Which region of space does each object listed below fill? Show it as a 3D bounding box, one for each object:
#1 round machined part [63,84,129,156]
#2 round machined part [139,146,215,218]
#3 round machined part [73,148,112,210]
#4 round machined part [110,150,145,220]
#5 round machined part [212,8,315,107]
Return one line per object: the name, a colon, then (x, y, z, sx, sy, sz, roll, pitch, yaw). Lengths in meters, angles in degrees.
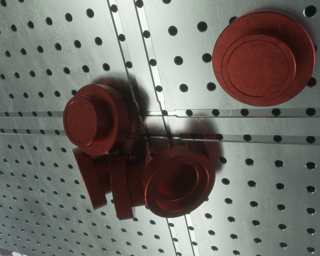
round machined part: (-0.092, -0.010, 0.417, 0.098, 0.042, 0.097, 4, 96, 35)
round machined part: (0.020, 0.066, 0.407, 0.042, 0.099, 0.097, -133, 31, -56)
round machined part: (-0.096, 0.071, 0.471, 0.098, 0.042, 0.098, 161, 90, -74)
round machined part: (-0.042, 0.079, 0.443, 0.042, 0.098, 0.097, -8, 119, -3)
round machined part: (0.099, -0.064, 0.308, 0.098, 0.042, 0.097, 13, 124, 20)
